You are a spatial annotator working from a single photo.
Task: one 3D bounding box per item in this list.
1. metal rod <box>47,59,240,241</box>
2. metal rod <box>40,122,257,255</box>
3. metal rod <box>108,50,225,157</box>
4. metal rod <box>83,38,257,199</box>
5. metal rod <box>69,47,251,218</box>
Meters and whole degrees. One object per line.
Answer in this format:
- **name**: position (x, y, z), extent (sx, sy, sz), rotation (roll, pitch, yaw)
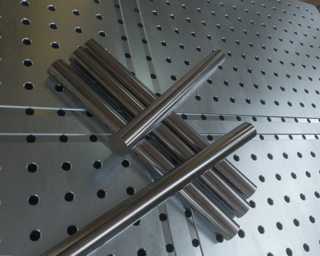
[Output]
- **metal rod**: position (-0.021, 0.026, 0.382), extent (0.300, 0.025, 0.025), rotation (43, 51, 1)
- **metal rod**: position (0.005, 0.067, 0.345), extent (0.302, 0.025, 0.025), rotation (-29, 78, -29)
- **metal rod**: position (0.030, -0.053, 0.432), extent (0.025, 0.025, 0.302), rotation (44, 43, 1)
- **metal rod**: position (0.012, -0.012, 0.424), extent (0.300, 0.025, 0.025), rotation (42, 51, 0)
- **metal rod**: position (-0.001, 0.005, 0.405), extent (0.300, 0.025, 0.025), rotation (43, 51, 1)
